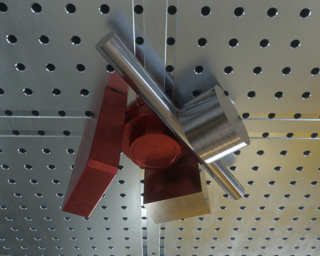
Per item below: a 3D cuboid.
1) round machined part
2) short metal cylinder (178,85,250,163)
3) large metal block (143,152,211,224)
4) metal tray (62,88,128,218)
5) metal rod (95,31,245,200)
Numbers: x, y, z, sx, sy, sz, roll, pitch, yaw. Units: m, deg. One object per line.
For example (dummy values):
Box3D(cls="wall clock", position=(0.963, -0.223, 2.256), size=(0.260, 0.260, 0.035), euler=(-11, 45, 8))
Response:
Box3D(cls="round machined part", position=(-0.007, 0.019, 0.416), size=(0.099, 0.042, 0.097), euler=(-1, 130, 0))
Box3D(cls="short metal cylinder", position=(0.065, -0.004, 0.371), size=(0.050, 0.080, 0.080), euler=(-30, 124, 22))
Box3D(cls="large metal block", position=(0.024, 0.083, 0.447), size=(0.080, 0.080, 0.050), euler=(-15, 129, 12))
Box3D(cls="metal tray", position=(-0.074, 0.025, 0.364), size=(0.030, 0.130, 0.089), euler=(22, 127, -18))
Box3D(cls="metal rod", position=(0.031, 0.005, 0.389), size=(0.025, 0.025, 0.300), euler=(-28, 125, 21))
